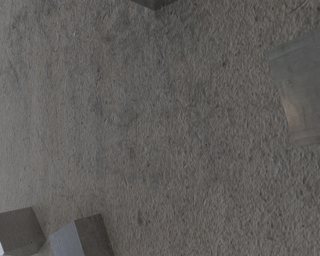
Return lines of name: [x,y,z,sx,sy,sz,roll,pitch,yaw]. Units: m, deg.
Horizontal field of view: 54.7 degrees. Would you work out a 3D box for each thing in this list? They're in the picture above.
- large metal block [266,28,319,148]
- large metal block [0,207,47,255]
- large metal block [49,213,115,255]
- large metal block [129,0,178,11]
large metal block: [0.138,-0.030,0.255,0.050,0.081,0.080,-21,77,38]
large metal block: [-0.283,0.209,0.603,0.080,0.081,0.050,51,120,27]
large metal block: [-0.124,0.192,0.491,0.080,0.050,0.080,-36,68,34]
large metal block: [-0.005,-0.190,0.373,0.080,0.081,0.050,-8,85,40]
